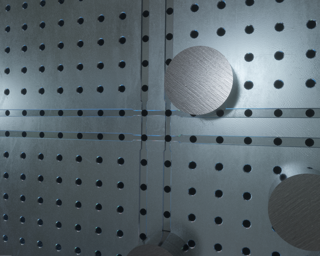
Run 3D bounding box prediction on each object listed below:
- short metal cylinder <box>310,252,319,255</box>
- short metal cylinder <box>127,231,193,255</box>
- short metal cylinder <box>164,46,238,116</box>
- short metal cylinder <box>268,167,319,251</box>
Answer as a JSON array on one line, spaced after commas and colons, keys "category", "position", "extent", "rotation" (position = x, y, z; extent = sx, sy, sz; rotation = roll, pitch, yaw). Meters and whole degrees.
[{"category": "short metal cylinder", "position": [0.204, 0.161, 0.328], "extent": [0.080, 0.050, 0.079], "rotation": [0, 90, 19]}, {"category": "short metal cylinder", "position": [-0.001, 0.181, 0.399], "extent": [0.080, 0.050, 0.079], "rotation": [0, 90, 19]}, {"category": "short metal cylinder", "position": [0.052, -0.055, 0.381], "extent": [0.080, 0.050, 0.079], "rotation": [0, 90, 19]}, {"category": "short metal cylinder", "position": [0.162, 0.087, 0.342], "extent": [0.080, 0.050, 0.079], "rotation": [0, 90, 19]}]
